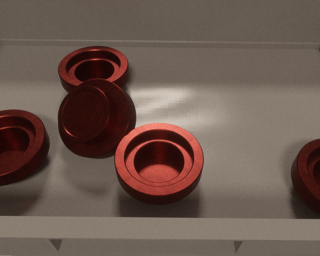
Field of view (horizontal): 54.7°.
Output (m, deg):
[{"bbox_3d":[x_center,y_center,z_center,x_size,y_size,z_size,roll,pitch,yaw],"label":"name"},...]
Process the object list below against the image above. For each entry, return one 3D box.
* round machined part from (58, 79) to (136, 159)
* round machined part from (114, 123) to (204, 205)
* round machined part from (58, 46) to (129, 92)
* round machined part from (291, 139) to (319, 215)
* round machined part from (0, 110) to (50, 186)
[{"bbox_3d":[-0.082,-0.013,0.374,0.098,0.042,0.098,-3,78,18],"label":"round machined part"},{"bbox_3d":[-0.001,0.044,0.357,0.099,0.042,0.098,1,50,0],"label":"round machined part"},{"bbox_3d":[-0.095,-0.075,0.455,0.099,0.042,0.098,0,48,0],"label":"round machined part"},{"bbox_3d":[0.196,0.062,0.345,0.099,0.042,0.098,0,50,0],"label":"round machined part"},{"bbox_3d":[-0.182,0.027,0.369,0.099,0.042,0.098,0,50,0],"label":"round machined part"}]
